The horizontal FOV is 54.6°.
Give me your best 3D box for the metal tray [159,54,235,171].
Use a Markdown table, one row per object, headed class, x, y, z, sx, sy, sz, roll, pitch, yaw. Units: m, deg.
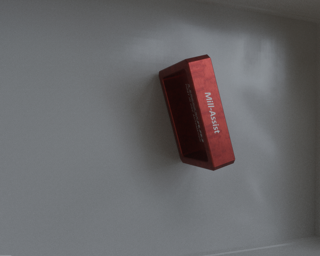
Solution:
| class | x | y | z | sx | sy | sz | roll | pitch | yaw |
| --- | --- | --- | --- | --- | --- | --- | --- | --- | --- |
| metal tray | 0.043 | -0.017 | 0.388 | 0.030 | 0.090 | 0.129 | -17 | 96 | -20 |
